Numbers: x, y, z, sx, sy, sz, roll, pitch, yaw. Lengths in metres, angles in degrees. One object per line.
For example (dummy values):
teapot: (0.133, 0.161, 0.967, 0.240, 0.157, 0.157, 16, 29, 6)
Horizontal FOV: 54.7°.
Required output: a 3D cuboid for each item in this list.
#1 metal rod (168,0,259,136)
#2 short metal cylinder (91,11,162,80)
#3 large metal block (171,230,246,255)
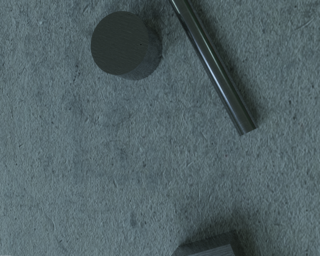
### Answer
metal rod: (0.043, -0.128, 0.393, 0.025, 0.025, 0.299, -29, 81, 17)
short metal cylinder: (-0.043, -0.106, 0.410, 0.080, 0.050, 0.079, 0, 90, 19)
large metal block: (0.065, 0.180, 0.372, 0.080, 0.050, 0.080, -24, 82, 18)
